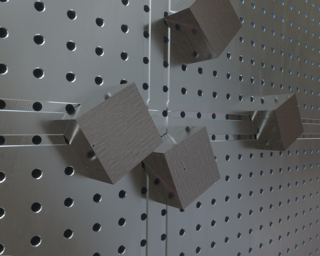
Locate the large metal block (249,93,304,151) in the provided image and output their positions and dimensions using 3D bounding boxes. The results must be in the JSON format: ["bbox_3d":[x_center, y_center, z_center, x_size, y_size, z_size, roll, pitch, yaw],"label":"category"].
[{"bbox_3d":[0.221,-0.012,0.582,0.081,0.050,0.080,-31,110,-36],"label":"large metal block"}]

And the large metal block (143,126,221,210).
[{"bbox_3d":[0.029,0.050,0.419,0.081,0.050,0.080,-30,109,-36],"label":"large metal block"}]

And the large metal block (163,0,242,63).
[{"bbox_3d":[0.065,-0.154,0.449,0.080,0.050,0.080,52,59,-28],"label":"large metal block"}]

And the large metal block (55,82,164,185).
[{"bbox_3d":[-0.054,0.004,0.349,0.080,0.050,0.080,-39,114,-33],"label":"large metal block"}]
